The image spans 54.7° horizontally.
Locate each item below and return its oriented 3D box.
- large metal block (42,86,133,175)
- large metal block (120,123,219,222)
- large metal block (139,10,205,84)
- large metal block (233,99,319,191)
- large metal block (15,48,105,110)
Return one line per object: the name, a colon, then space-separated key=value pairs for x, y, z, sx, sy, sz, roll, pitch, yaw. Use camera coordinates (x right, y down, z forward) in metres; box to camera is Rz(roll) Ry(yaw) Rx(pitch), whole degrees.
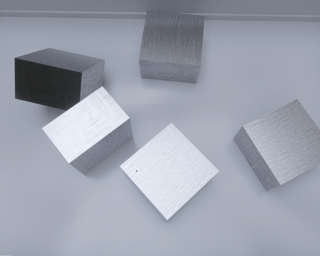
large metal block: x=-0.082 y=0.007 z=0.376 sx=0.080 sy=0.080 sz=0.050 roll=-38 pitch=77 yaw=-13
large metal block: x=0.011 y=0.055 z=0.377 sx=0.080 sy=0.050 sz=0.080 roll=-40 pitch=75 yaw=-14
large metal block: x=0.017 y=-0.114 z=0.438 sx=0.080 sy=0.050 sz=0.080 roll=6 pitch=70 yaw=2
large metal block: x=0.153 y=0.022 z=0.390 sx=0.080 sy=0.050 sz=0.080 roll=-25 pitch=72 yaw=-9
large metal block: x=-0.124 y=-0.064 z=0.396 sx=0.080 sy=0.080 sz=0.050 roll=13 pitch=114 yaw=4
